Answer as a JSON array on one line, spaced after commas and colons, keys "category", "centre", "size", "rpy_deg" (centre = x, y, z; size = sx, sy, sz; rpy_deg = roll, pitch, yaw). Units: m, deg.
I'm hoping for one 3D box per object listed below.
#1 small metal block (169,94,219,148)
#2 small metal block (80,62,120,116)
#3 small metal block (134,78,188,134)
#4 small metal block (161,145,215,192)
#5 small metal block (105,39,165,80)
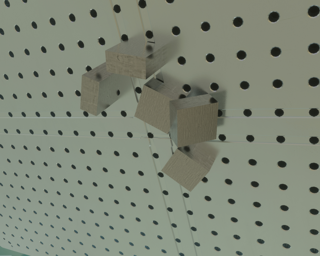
[{"category": "small metal block", "centre": [0.040, -0.009, 0.367], "size": [0.050, 0.025, 0.050], "rpy_deg": [-11, 122, -15]}, {"category": "small metal block", "centre": [-0.077, -0.051, 0.405], "size": [0.025, 0.050, 0.050], "rpy_deg": [24, 127, 14]}, {"category": "small metal block", "centre": [0.000, -0.028, 0.394], "size": [0.050, 0.025, 0.050], "rpy_deg": [28, 128, 10]}, {"category": "small metal block", "centre": [0.037, 0.052, 0.424], "size": [0.050, 0.025, 0.050], "rpy_deg": [36, 129, 4]}, {"category": "small metal block", "centre": [-0.028, -0.081, 0.360], "size": [0.050, 0.050, 0.025], "rpy_deg": [15, 124, 20]}]
